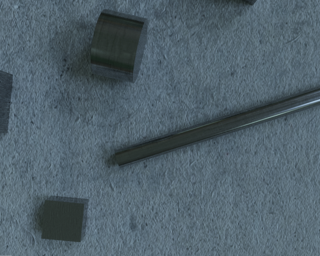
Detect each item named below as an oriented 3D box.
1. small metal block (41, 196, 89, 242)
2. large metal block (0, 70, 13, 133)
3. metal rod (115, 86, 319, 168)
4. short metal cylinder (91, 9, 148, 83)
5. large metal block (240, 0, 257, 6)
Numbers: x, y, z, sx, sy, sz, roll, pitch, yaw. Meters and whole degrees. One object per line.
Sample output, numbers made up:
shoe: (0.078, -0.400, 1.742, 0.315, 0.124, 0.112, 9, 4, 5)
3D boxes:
small metal block: (-0.124, 0.119, 0.409, 0.050, 0.025, 0.050, 6, 90, 0)
large metal block: (-0.228, -0.035, 0.381, 0.050, 0.080, 0.080, 5, 90, 0)
metal rod: (0.088, -0.004, 0.410, 0.302, 0.025, 0.025, -17, 90, 0)
short metal cylinder: (-0.048, -0.100, 0.382, 0.050, 0.080, 0.080, 13, 90, 0)
large metal block: (0.106, -0.220, 0.398, 0.080, 0.050, 0.080, 24, 90, 0)
